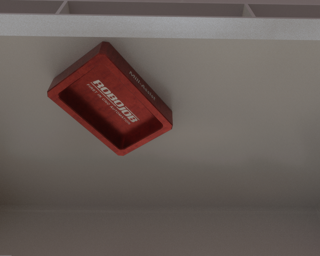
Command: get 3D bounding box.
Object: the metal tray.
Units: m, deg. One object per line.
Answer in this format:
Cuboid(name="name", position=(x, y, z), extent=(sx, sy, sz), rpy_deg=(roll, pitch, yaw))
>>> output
Cuboid(name="metal tray", position=(-0.056, -0.029, 0.380), extent=(0.090, 0.030, 0.130), rpy_deg=(-30, 124, 23))
